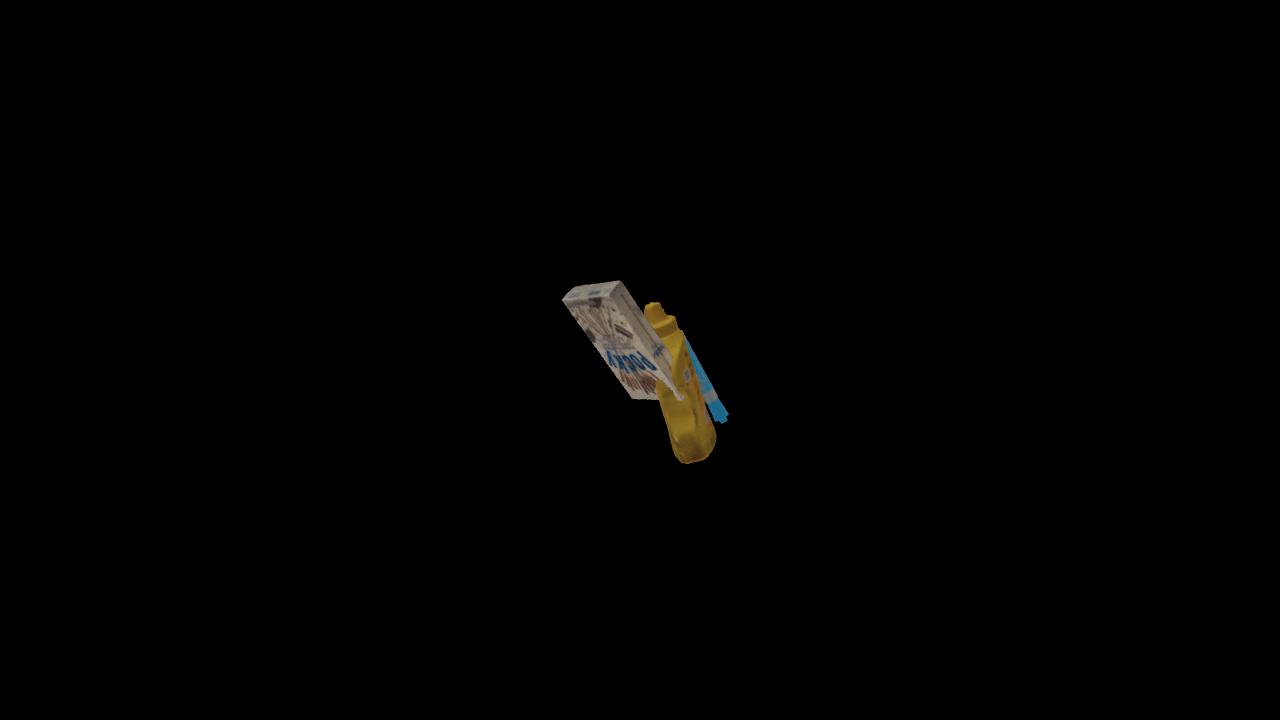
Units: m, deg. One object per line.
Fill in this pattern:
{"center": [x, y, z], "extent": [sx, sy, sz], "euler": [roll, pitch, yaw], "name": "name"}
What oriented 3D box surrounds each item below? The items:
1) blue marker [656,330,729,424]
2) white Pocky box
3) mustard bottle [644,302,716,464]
{"center": [0.071, 0.021, 0.730], "extent": [0.020, 0.121, 0.020], "euler": [-29, -3, -2], "name": "blue marker"}
{"center": [-0.013, -0.018, 0.672], "extent": [0.084, 0.154, 0.028], "euler": [-1, 43, 46], "name": "white Pocky box"}
{"center": [0.040, 0.020, 0.708], "extent": [0.054, 0.184, 0.092], "euler": [-12, 19, 17], "name": "mustard bottle"}
